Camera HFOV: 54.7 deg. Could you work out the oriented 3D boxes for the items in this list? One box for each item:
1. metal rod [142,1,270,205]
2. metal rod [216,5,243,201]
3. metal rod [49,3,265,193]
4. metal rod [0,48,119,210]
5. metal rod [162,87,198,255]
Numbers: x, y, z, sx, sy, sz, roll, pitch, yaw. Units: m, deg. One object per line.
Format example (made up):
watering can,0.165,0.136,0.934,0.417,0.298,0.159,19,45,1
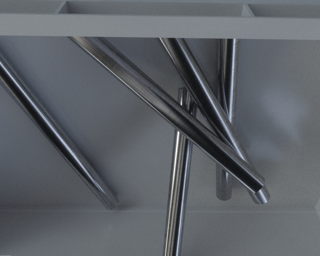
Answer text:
metal rod,0.069,-0.009,0.371,0.025,0.025,0.299,-24,120,19
metal rod,0.086,-0.005,0.404,0.025,0.025,0.298,-5,130,4
metal rod,0.009,-0.023,0.348,0.301,0.025,0.025,40,120,-15
metal rod,-0.134,0.019,0.423,0.025,0.025,0.299,-17,129,13
metal rod,0.023,0.097,0.409,0.025,0.025,0.298,4,104,-4
